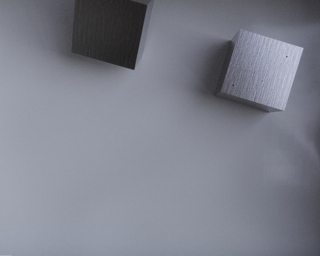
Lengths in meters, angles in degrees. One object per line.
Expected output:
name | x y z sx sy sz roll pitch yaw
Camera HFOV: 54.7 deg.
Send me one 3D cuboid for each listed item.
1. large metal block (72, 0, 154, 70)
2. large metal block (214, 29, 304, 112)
large metal block | -0.057 -0.127 0.380 0.080 0.050 0.079 16 125 0
large metal block | 0.124 -0.071 0.400 0.080 0.050 0.080 17 90 0
